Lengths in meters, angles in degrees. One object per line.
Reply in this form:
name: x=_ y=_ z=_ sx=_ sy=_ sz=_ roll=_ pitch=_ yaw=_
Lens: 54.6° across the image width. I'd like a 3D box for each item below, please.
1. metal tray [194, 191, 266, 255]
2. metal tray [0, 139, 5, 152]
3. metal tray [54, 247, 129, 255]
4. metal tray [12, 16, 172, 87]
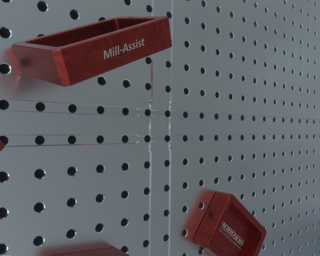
metal tray: x=0.118 y=0.175 z=0.503 sx=0.130 sy=0.030 sz=0.090 roll=46 pitch=63 yaw=-30
metal tray: x=-0.184 y=0.037 z=0.212 sx=0.131 sy=0.090 sz=0.030 roll=-40 pitch=115 yaw=-32
metal tray: x=-0.083 y=0.204 z=0.336 sx=0.091 sy=0.030 sz=0.129 roll=10 pitch=84 yaw=-39
metal tray: x=-0.063 y=-0.083 z=0.309 sx=0.131 sy=0.090 sz=0.030 roll=-31 pitch=124 yaw=-36
